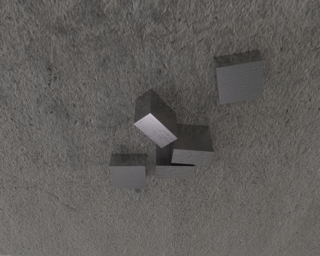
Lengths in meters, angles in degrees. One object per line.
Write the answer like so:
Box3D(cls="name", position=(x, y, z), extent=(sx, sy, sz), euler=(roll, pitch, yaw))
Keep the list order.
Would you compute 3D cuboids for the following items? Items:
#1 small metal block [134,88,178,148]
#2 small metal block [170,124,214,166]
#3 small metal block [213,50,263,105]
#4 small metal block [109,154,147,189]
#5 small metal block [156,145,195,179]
Box3D(cls="small metal block", position=(-0.004, -0.012, 0.380), extent=(0.025, 0.050, 0.050), euler=(-32, 123, 24))
Box3D(cls="small metal block", position=(0.041, 0.021, 0.409), extent=(0.050, 0.050, 0.025), euler=(5, 130, -4))
Box3D(cls="small metal block", position=(0.091, -0.058, 0.358), extent=(0.050, 0.025, 0.050), euler=(-9, 130, 7))
Box3D(cls="small metal block", position=(-0.046, 0.065, 0.462), extent=(0.050, 0.025, 0.050), euler=(0, 130, 0))
Box3D(cls="small metal block", position=(0.020, 0.042, 0.427), extent=(0.050, 0.050, 0.025), euler=(1, 130, -1))
